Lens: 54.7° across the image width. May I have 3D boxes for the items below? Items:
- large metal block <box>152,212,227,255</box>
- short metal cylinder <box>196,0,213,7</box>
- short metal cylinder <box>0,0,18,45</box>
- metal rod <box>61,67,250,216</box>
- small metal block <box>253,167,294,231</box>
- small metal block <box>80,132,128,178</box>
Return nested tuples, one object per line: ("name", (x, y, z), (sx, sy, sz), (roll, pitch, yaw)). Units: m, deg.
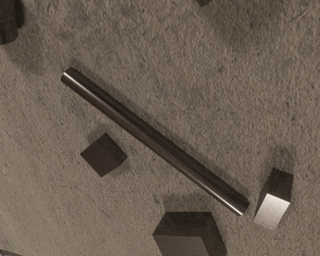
("large metal block", (0.047, 0.176, 0.474), (0.080, 0.050, 0.080), (-10, 114, 32))
("short metal cylinder", (0.050, -0.147, 0.253), (0.080, 0.080, 0.050), (-33, 100, 38))
("short metal cylinder", (-0.229, -0.146, 0.399), (0.080, 0.080, 0.050), (24, 127, 13))
("metal rod", (-0.008, 0.017, 0.420), (0.300, 0.025, 0.025), (37, 129, 2))
("small metal block", (0.136, 0.084, 0.371), (0.025, 0.050, 0.050), (21, 126, 15))
("small metal block", (-0.087, 0.042, 0.477), (0.050, 0.025, 0.050), (-34, 100, 38))
